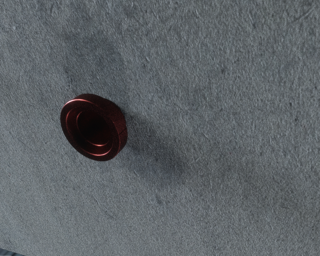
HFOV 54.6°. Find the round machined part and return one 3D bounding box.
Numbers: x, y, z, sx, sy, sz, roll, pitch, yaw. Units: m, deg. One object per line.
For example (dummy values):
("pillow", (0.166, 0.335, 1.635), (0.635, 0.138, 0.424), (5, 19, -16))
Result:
("round machined part", (-0.088, -0.004, 0.440), (0.098, 0.042, 0.097), (13, 124, 21))
